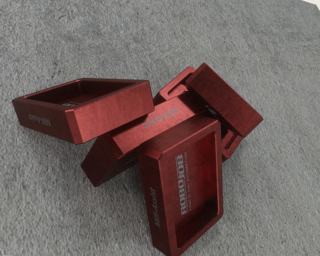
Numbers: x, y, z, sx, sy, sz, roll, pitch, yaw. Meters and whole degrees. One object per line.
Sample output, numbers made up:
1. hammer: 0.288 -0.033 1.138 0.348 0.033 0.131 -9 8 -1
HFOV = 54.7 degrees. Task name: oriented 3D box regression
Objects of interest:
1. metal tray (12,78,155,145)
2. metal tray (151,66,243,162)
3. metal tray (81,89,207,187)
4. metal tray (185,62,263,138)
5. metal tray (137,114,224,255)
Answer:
1. metal tray: -0.081 -0.024 0.317 0.091 0.130 0.030 -27 116 -38
2. metal tray: 0.062 -0.020 0.450 0.130 0.030 0.090 44 51 2
3. metal tray: -0.017 0.010 0.349 0.131 0.090 0.030 -28 78 -38
4. metal tray: 0.076 -0.034 0.397 0.090 0.030 0.130 44 6 1
5. metal tray: 0.027 0.061 0.328 0.091 0.030 0.129 -28 122 -37
